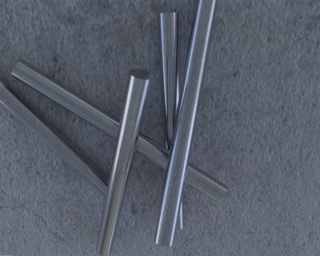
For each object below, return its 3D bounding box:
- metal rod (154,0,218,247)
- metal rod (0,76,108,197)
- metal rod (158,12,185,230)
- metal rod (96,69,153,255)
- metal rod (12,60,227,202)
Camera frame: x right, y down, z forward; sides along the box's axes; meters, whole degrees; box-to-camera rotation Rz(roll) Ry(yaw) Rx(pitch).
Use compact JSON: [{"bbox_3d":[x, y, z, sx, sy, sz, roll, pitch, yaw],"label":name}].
[{"bbox_3d":[0.030,-0.006,0.368,0.025,0.025,0.298,9,95,-4],"label":"metal rod"},{"bbox_3d":[-0.169,-0.015,0.401,0.025,0.025,0.300,-40,106,13],"label":"metal rod"},{"bbox_3d":[0.017,0.005,0.412,0.025,0.025,0.298,-3,110,0],"label":"metal rod"},{"bbox_3d":[-0.053,0.065,0.398,0.025,0.025,0.298,12,123,-5],"label":"metal rod"},{"bbox_3d":[-0.047,0.006,0.393,0.301,0.025,0.025,32,107,-5],"label":"metal rod"}]
